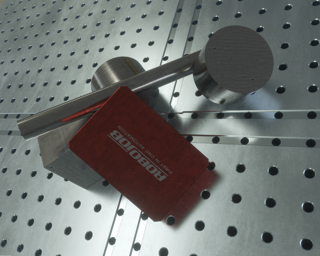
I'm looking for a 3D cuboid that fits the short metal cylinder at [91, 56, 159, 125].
[{"bbox_3d":[-0.048,-0.051,0.428,0.080,0.080,0.050,-37,51,3],"label":"short metal cylinder"}]

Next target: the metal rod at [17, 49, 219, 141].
[{"bbox_3d":[-0.021,-0.056,0.383,0.302,0.025,0.025,-24,50,-14],"label":"metal rod"}]

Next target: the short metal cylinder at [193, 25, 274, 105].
[{"bbox_3d":[0.084,-0.072,0.366,0.081,0.050,0.080,2,79,-9],"label":"short metal cylinder"}]

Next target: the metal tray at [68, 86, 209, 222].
[{"bbox_3d":[-0.023,0.028,0.347,0.130,0.030,0.090,42,84,-3],"label":"metal tray"}]

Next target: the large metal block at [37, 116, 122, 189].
[{"bbox_3d":[-0.096,0.026,0.405,0.080,0.080,0.050,-34,52,5],"label":"large metal block"}]
